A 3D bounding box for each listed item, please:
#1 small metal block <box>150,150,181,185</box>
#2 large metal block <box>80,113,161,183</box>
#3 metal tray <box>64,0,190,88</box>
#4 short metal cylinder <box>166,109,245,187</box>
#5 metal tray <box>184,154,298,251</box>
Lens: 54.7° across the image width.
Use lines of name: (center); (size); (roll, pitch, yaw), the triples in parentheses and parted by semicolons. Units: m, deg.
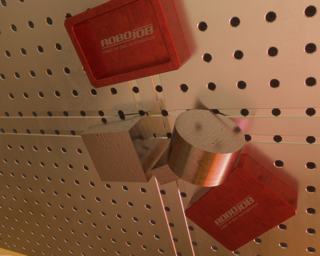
small metal block: (0.023, 0.045, 0.410); (0.050, 0.050, 0.025); (-25, 105, 36)
large metal block: (-0.052, 0.029, 0.439); (0.080, 0.050, 0.080); (-4, 116, 30)
metal tray: (-0.041, -0.103, 0.363); (0.130, 0.030, 0.090); (-7, 115, 31)
short metal cylinder: (0.052, 0.021, 0.361); (0.080, 0.080, 0.050); (23, 127, 13)
metal tray: (0.104, 0.105, 0.417); (0.090, 0.030, 0.129); (38, 129, 1)
